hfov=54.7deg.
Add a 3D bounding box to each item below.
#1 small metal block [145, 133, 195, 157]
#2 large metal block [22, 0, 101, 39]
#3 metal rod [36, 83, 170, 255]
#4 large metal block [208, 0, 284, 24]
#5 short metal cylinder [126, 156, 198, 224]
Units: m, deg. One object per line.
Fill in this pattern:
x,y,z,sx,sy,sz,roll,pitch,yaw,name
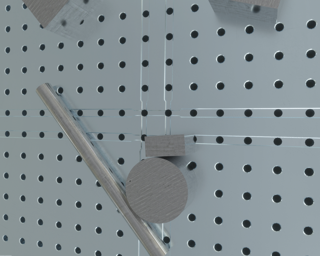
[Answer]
0.014,0.021,0.394,0.050,0.050,0.025,-4,89,19,small metal block
-0.147,-0.193,0.450,0.080,0.050,0.080,-42,77,15,large metal block
-0.088,0.055,0.442,0.025,0.025,0.300,-41,77,15,metal rod
0.109,-0.177,0.361,0.080,0.050,0.080,19,96,18,large metal block
0.003,0.075,0.397,0.080,0.050,0.079,0,90,19,short metal cylinder
